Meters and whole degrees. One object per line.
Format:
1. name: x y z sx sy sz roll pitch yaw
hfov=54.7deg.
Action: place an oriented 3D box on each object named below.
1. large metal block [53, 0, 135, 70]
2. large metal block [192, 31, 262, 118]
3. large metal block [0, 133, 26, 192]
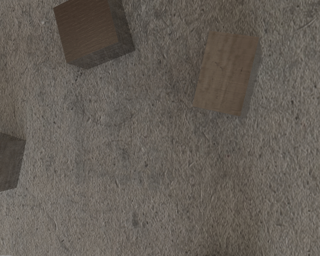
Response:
1. large metal block: -0.090 -0.136 0.427 0.080 0.050 0.080 -17 85 19
2. large metal block: 0.079 -0.056 0.352 0.050 0.080 0.080 14 95 19
3. large metal block: -0.270 0.049 0.491 0.080 0.050 0.080 15 95 19
